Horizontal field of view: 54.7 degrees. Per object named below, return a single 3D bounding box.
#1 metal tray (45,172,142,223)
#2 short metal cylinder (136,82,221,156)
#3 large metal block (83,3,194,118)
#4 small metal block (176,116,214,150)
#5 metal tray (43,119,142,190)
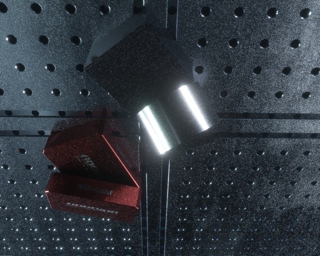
[{"bbox_3d":[-0.099,0.108,0.470,0.131,0.030,0.090,12,148,-6],"label":"metal tray"},{"bbox_3d":[0.020,-0.010,0.348,0.080,0.080,0.050,-30,86,23],"label":"short metal cylinder"},{"bbox_3d":[-0.021,-0.070,0.335,0.080,0.050,0.080,-31,124,23],"label":"large metal block"},{"bbox_3d":[0.040,-0.002,0.411,0.050,0.025,0.050,-15,129,12],"label":"small metal block"},{"bbox_3d":[-0.093,0.054,0.453,0.090,0.030,0.130,-17,129,13],"label":"metal tray"}]
